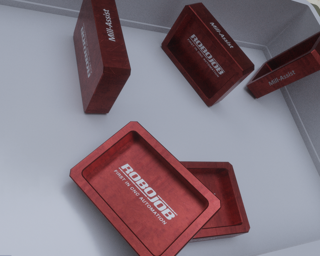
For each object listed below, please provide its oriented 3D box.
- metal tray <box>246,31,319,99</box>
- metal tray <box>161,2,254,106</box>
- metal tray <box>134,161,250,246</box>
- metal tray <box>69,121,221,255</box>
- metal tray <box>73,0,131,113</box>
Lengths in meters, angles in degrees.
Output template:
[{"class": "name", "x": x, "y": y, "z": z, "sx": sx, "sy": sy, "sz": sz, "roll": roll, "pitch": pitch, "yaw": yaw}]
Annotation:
[{"class": "metal tray", "x": 0.216, "y": -0.105, "z": 0.512, "sx": 0.030, "sy": 0.130, "sz": 0.090, "roll": 50, "pitch": 54, "yaw": -9}, {"class": "metal tray", "x": 0.067, "y": -0.108, "z": 0.465, "sx": 0.030, "sy": 0.090, "sz": 0.130, "roll": -29, "pitch": 78, "yaw": -37}, {"class": "metal tray", "x": 0.037, "y": 0.087, "z": 0.368, "sx": 0.131, "sy": 0.030, "sz": 0.090, "roll": 4, "pitch": 60, "yaw": -26}, {"class": "metal tray", "x": -0.016, "y": 0.065, "z": 0.316, "sx": 0.090, "sy": 0.030, "sz": 0.130, "roll": -40, "pitch": 70, "yaw": -19}, {"class": "metal tray", "x": -0.076, "y": -0.094, "z": 0.380, "sx": 0.030, "sy": 0.090, "sz": 0.130, "roll": 0, "pitch": 62, "yaw": -28}]
